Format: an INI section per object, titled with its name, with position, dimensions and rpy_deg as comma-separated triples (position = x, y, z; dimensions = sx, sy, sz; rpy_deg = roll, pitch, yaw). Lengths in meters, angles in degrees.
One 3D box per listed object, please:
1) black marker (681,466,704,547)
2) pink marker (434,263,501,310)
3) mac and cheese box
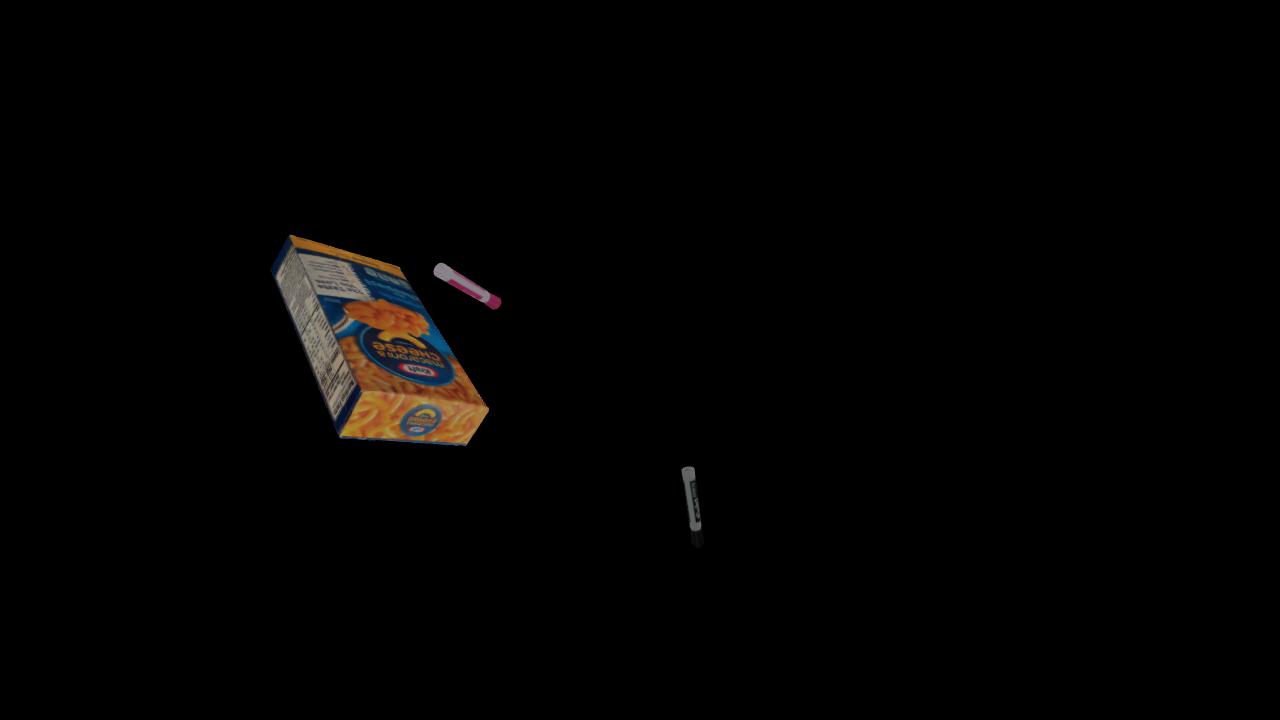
[black marker]
position = 0.075, 0.210, 0.870
dimensions = 0.020, 0.121, 0.020
rpy_deg = -8, 14, 2
[pink marker]
position = -0.220, -0.093, 0.798
dimensions = 0.020, 0.020, 0.121
rpy_deg = 0, -16, 24
[mac and cheese box]
position = -0.188, -0.016, 0.435
dimensions = 0.093, 0.041, 0.184
rpy_deg = 16, 25, -52
